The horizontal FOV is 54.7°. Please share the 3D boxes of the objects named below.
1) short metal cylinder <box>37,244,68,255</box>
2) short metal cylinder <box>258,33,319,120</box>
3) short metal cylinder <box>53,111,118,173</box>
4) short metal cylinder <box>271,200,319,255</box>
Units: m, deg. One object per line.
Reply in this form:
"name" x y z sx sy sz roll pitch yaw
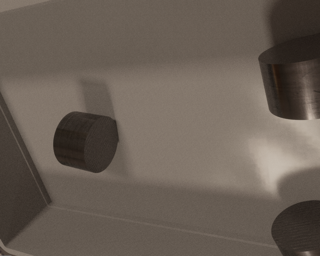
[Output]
"short metal cylinder" -0.256 0.321 0.725 0.080 0.050 0.079 13 124 20
"short metal cylinder" 0.133 -0.048 0.273 0.080 0.080 0.050 -6 115 30
"short metal cylinder" -0.102 0.019 0.437 0.050 0.080 0.079 10 123 23
"short metal cylinder" 0.179 0.130 0.359 0.080 0.080 0.050 -21 107 35
